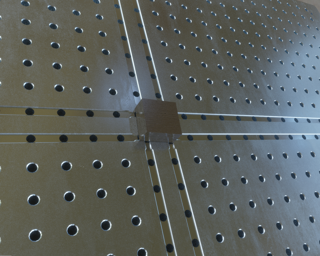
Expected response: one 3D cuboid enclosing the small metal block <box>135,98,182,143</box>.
[{"bbox_3d":[-0.003,-0.009,0.414,0.050,0.025,0.050,5,60,-26],"label":"small metal block"}]
